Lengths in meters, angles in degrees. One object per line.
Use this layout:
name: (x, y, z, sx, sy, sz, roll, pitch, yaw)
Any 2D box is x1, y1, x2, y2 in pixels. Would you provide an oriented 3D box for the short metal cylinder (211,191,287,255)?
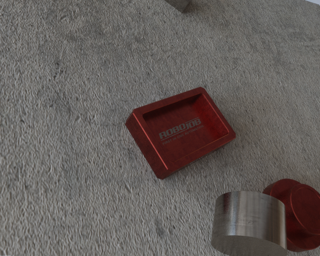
short metal cylinder: (0.102, 0.113, 0.354, 0.080, 0.080, 0.050, 25, 53, -13)

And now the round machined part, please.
round machined part: (0.191, 0.115, 0.425, 0.099, 0.042, 0.098, 14, 56, -21)

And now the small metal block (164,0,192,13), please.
small metal block: (0.035, -0.248, 0.574, 0.050, 0.025, 0.050, 35, 51, -6)

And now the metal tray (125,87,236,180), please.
metal tray: (0.031, 0.002, 0.415, 0.131, 0.030, 0.090, -22, 74, -36)
